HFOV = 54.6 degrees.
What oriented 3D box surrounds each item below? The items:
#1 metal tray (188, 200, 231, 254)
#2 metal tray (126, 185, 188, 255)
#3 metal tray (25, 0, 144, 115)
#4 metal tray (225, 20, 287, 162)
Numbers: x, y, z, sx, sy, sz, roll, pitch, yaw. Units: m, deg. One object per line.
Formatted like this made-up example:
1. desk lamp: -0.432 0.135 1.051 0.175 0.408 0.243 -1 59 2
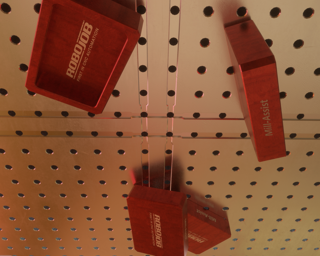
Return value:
1. metal tray: 0.052 0.179 0.560 0.130 0.030 0.090 32 123 -25
2. metal tray: -0.001 0.159 0.512 0.090 0.030 0.129 6 122 17
3. metal tray: -0.084 -0.077 0.328 0.090 0.030 0.129 20 136 -17
4. metal tray: 0.104 -0.038 0.337 0.030 0.090 0.130 -15 129 12
